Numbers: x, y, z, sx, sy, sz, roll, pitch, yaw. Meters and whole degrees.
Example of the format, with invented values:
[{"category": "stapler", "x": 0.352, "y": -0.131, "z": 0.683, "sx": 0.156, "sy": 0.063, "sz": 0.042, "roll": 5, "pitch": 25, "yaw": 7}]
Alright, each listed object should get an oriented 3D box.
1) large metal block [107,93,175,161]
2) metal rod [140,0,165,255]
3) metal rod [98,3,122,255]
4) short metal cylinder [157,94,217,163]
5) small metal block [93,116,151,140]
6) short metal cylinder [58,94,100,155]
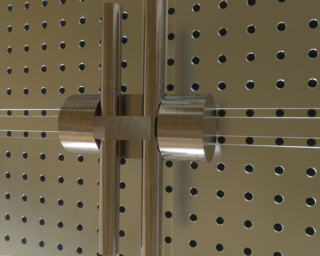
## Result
[{"category": "large metal block", "x": -0.022, "y": -0.002, "z": 0.403, "sx": 0.080, "sy": 0.050, "sz": 0.079, "roll": 1, "pitch": 90, "yaw": 20}, {"category": "metal rod", "x": -0.008, "y": 0.000, "z": 0.359, "sx": 0.025, "sy": 0.025, "sz": 0.298, "roll": 1, "pitch": 90, "yaw": 20}, {"category": "metal rod", "x": -0.060, "y": 0.002, "z": 0.377, "sx": 0.025, "sy": 0.025, "sz": 0.298, "roll": 1, "pitch": 90, "yaw": 20}, {"category": "short metal cylinder", "x": 0.035, "y": 0.000, "z": 0.367, "sx": 0.050, "sy": 0.080, "sz": 0.079, "roll": 1, "pitch": 90, "yaw": 21}, {"category": "small metal block", "x": -0.043, "y": 0.000, "z": 0.344, "sx": 0.050, "sy": 0.050, "sz": 0.025, "roll": 2, "pitch": 92, "yaw": 64}, {"category": "short metal cylinder", "x": -0.089, "y": -0.005, "z": 0.411, "sx": 0.050, "sy": 0.080, "sz": 0.079, "roll": 2, "pitch": 91, "yaw": 20}]
